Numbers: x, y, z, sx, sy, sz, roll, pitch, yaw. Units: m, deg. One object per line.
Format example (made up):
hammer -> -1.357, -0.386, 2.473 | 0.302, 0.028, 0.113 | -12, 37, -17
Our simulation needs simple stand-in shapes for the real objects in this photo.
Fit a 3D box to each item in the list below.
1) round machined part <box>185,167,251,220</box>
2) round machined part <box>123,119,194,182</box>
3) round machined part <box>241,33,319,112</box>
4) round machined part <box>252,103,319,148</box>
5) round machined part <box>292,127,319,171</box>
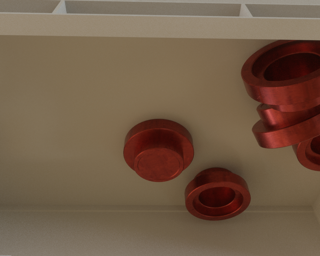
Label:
round machined part -> 0.087, 0.099, 0.484 | 0.099, 0.042, 0.097 | -1, 130, 0
round machined part -> -0.002, 0.038, 0.430 | 0.099, 0.042, 0.097 | -1, 130, 0
round machined part -> 0.137, -0.053, 0.316 | 0.098, 0.098, 0.042 | -19, 123, 15
round machined part -> 0.152, -0.018, 0.358 | 0.098, 0.098, 0.042 | -25, 97, 19
round machined part -> 0.225, 0.010, 0.410 | 0.099, 0.042, 0.097 | -1, 130, 0
